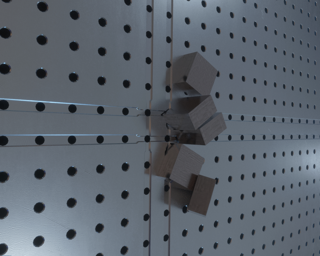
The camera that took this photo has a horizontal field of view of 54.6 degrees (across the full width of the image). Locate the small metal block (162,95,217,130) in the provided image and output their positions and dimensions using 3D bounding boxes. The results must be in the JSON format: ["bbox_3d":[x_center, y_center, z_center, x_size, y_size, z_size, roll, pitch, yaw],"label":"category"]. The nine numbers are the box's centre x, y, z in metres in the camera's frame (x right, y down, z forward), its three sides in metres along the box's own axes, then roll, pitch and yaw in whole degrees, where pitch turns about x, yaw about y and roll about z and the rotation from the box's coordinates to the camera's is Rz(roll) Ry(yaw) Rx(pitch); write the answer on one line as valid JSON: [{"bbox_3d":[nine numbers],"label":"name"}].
[{"bbox_3d":[0.041,-0.021,0.426,0.050,0.050,0.025,-39,114,-33],"label":"small metal block"}]

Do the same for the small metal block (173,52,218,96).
[{"bbox_3d":[0.053,-0.074,0.452,0.050,0.025,0.050,33,70,-35],"label":"small metal block"}]

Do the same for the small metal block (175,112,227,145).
[{"bbox_3d":[0.057,0.000,0.439,0.050,0.050,0.025,-34,111,-35],"label":"small metal block"}]

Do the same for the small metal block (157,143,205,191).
[{"bbox_3d":[0.030,0.055,0.433,0.050,0.025,0.050,34,69,-35],"label":"small metal block"}]

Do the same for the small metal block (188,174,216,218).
[{"bbox_3d":[0.060,0.098,0.442,0.050,0.025,0.050,68,40,-69],"label":"small metal block"}]
